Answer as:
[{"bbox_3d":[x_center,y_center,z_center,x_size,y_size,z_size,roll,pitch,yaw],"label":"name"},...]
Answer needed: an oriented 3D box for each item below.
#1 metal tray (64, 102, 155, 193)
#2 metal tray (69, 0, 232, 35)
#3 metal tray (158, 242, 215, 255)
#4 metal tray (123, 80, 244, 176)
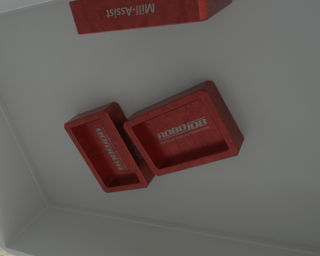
[{"bbox_3d":[-0.074,0.033,0.463,0.090,0.030,0.129,-15,111,34],"label":"metal tray"},{"bbox_3d":[-0.007,-0.119,0.295,0.130,0.090,0.030,3,120,26],"label":"metal tray"},{"bbox_3d":[0.056,0.263,0.540,0.090,0.030,0.129,0,119,27],"label":"metal tray"},{"bbox_3d":[0.027,0.006,0.393,0.130,0.030,0.090,-21,108,35],"label":"metal tray"}]
